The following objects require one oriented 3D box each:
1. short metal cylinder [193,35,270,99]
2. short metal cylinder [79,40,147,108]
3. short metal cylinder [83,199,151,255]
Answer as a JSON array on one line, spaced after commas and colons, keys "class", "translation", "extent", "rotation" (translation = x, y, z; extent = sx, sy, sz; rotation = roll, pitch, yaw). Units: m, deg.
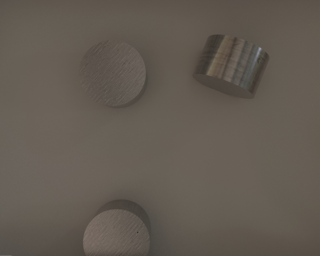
[{"class": "short metal cylinder", "translation": [0.087, -0.074, 0.385], "extent": [0.080, 0.080, 0.050], "rotation": [22, 90, -1]}, {"class": "short metal cylinder", "translation": [-0.057, -0.066, 0.398], "extent": [0.081, 0.050, 0.079], "rotation": [0, 90, -1]}, {"class": "short metal cylinder", "translation": [-0.053, 0.138, 0.398], "extent": [0.081, 0.050, 0.079], "rotation": [0, 90, -1]}]
